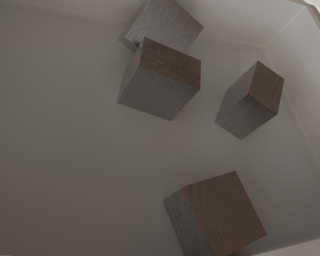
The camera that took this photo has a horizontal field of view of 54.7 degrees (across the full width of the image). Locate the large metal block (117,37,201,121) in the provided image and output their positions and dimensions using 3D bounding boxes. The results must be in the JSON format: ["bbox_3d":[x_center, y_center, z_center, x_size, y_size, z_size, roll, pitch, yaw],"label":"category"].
[{"bbox_3d":[-0.002,-0.061,0.408,0.081,0.080,0.050,18,55,-18],"label":"large metal block"}]

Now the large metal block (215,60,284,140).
[{"bbox_3d":[0.136,-0.041,0.471,0.050,0.080,0.080,33,51,-7],"label":"large metal block"}]

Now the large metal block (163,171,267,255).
[{"bbox_3d":[0.063,0.104,0.361,0.081,0.050,0.080,-9,66,-34],"label":"large metal block"}]

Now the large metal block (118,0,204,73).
[{"bbox_3d":[0.000,-0.134,0.438,0.080,0.050,0.080,35,89,-21],"label":"large metal block"}]
